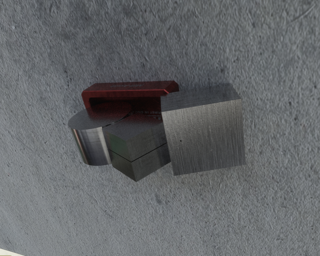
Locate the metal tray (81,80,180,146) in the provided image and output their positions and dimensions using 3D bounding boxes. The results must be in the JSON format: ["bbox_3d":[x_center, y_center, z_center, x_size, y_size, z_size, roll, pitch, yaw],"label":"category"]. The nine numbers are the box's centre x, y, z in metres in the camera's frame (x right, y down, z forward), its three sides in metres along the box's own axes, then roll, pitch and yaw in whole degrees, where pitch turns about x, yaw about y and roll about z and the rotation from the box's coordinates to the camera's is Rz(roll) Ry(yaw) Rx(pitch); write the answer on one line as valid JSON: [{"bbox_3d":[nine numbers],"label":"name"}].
[{"bbox_3d":[-0.034,-0.014,0.414,0.130,0.030,0.089,2,120,27],"label":"metal tray"}]

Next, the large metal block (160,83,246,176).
[{"bbox_3d":[0.048,0.001,0.349,0.080,0.050,0.079,-10,117,3],"label":"large metal block"}]

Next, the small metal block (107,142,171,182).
[{"bbox_3d":[-0.023,0.031,0.355,0.050,0.050,0.025,21,130,49],"label":"small metal block"}]

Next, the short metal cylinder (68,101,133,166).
[{"bbox_3d":[-0.070,0.005,0.396,0.080,0.080,0.050,1,119,27],"label":"short metal cylinder"}]

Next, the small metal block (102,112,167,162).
[{"bbox_3d":[-0.028,0.008,0.344,0.050,0.050,0.025,21,130,49],"label":"small metal block"}]
